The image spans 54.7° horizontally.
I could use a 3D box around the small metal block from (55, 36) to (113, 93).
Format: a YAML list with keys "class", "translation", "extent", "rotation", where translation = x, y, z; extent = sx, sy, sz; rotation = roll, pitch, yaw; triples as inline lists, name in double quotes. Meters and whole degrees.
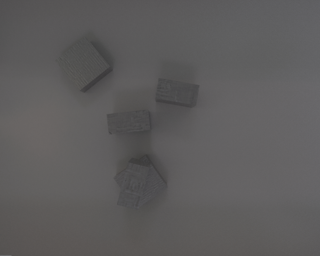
- class: "small metal block"
  translation: [-0.100, -0.083, 0.410]
  extent: [0.050, 0.025, 0.050]
  rotation: [-39, 90, 0]

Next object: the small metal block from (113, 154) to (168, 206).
- class: "small metal block"
  translation: [-0.025, 0.070, 0.411]
  extent: [0.050, 0.025, 0.050]
  rotation: [-35, 90, 0]

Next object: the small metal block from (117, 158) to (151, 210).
- class: "small metal block"
  translation: [-0.030, 0.065, 0.374]
  extent: [0.025, 0.050, 0.050]
  rotation: [14, 90, 0]

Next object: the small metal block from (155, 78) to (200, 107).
- class: "small metal block"
  translation: [0.021, -0.044, 0.399]
  extent: [0.050, 0.050, 0.025]
  rotation: [10, 90, 0]

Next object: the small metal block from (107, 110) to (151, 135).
- class: "small metal block"
  translation: [-0.038, -0.007, 0.398]
  extent: [0.050, 0.050, 0.025]
  rotation: [-6, 90, 0]
